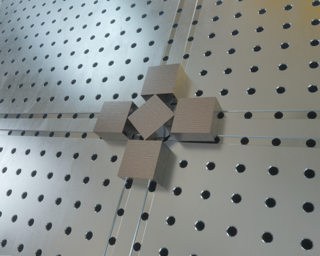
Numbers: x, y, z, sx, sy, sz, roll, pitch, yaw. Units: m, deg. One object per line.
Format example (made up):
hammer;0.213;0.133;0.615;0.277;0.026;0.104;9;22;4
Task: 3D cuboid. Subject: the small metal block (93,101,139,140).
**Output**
small metal block;-0.061;-0.011;0.445;0.050;0.025;0.050;2;62;28

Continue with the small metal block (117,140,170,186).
small metal block;-0.020;0.043;0.391;0.050;0.025;0.050;1;62;28

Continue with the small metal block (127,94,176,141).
small metal block;-0.008;-0.010;0.417;0.050;0.025;0.050;-41;51;0

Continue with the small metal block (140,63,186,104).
small metal block;0.005;-0.062;0.442;0.050;0.025;0.050;0;61;27

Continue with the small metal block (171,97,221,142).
small metal block;0.046;-0.010;0.389;0.050;0.025;0.050;0;62;27
